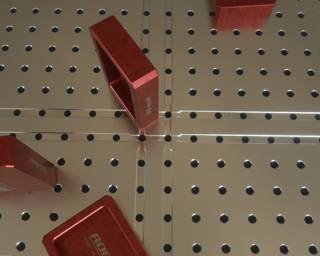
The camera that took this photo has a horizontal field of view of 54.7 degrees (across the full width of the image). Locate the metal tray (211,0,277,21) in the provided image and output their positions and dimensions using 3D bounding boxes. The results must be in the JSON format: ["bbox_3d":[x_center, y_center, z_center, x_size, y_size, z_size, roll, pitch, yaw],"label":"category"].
[{"bbox_3d":[0.125,-0.237,0.497,0.091,0.030,0.129,-4,70,-2],"label":"metal tray"}]

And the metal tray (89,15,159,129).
[{"bbox_3d":[-0.039,-0.061,0.378,0.030,0.130,0.090,-33,74,-11],"label":"metal tray"}]

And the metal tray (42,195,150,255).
[{"bbox_3d":[-0.061,0.155,0.351,0.090,0.030,0.130,-33,74,-12],"label":"metal tray"}]

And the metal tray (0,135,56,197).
[{"bbox_3d":[-0.178,0.048,0.336,0.091,0.130,0.030,-8,71,-3],"label":"metal tray"}]
